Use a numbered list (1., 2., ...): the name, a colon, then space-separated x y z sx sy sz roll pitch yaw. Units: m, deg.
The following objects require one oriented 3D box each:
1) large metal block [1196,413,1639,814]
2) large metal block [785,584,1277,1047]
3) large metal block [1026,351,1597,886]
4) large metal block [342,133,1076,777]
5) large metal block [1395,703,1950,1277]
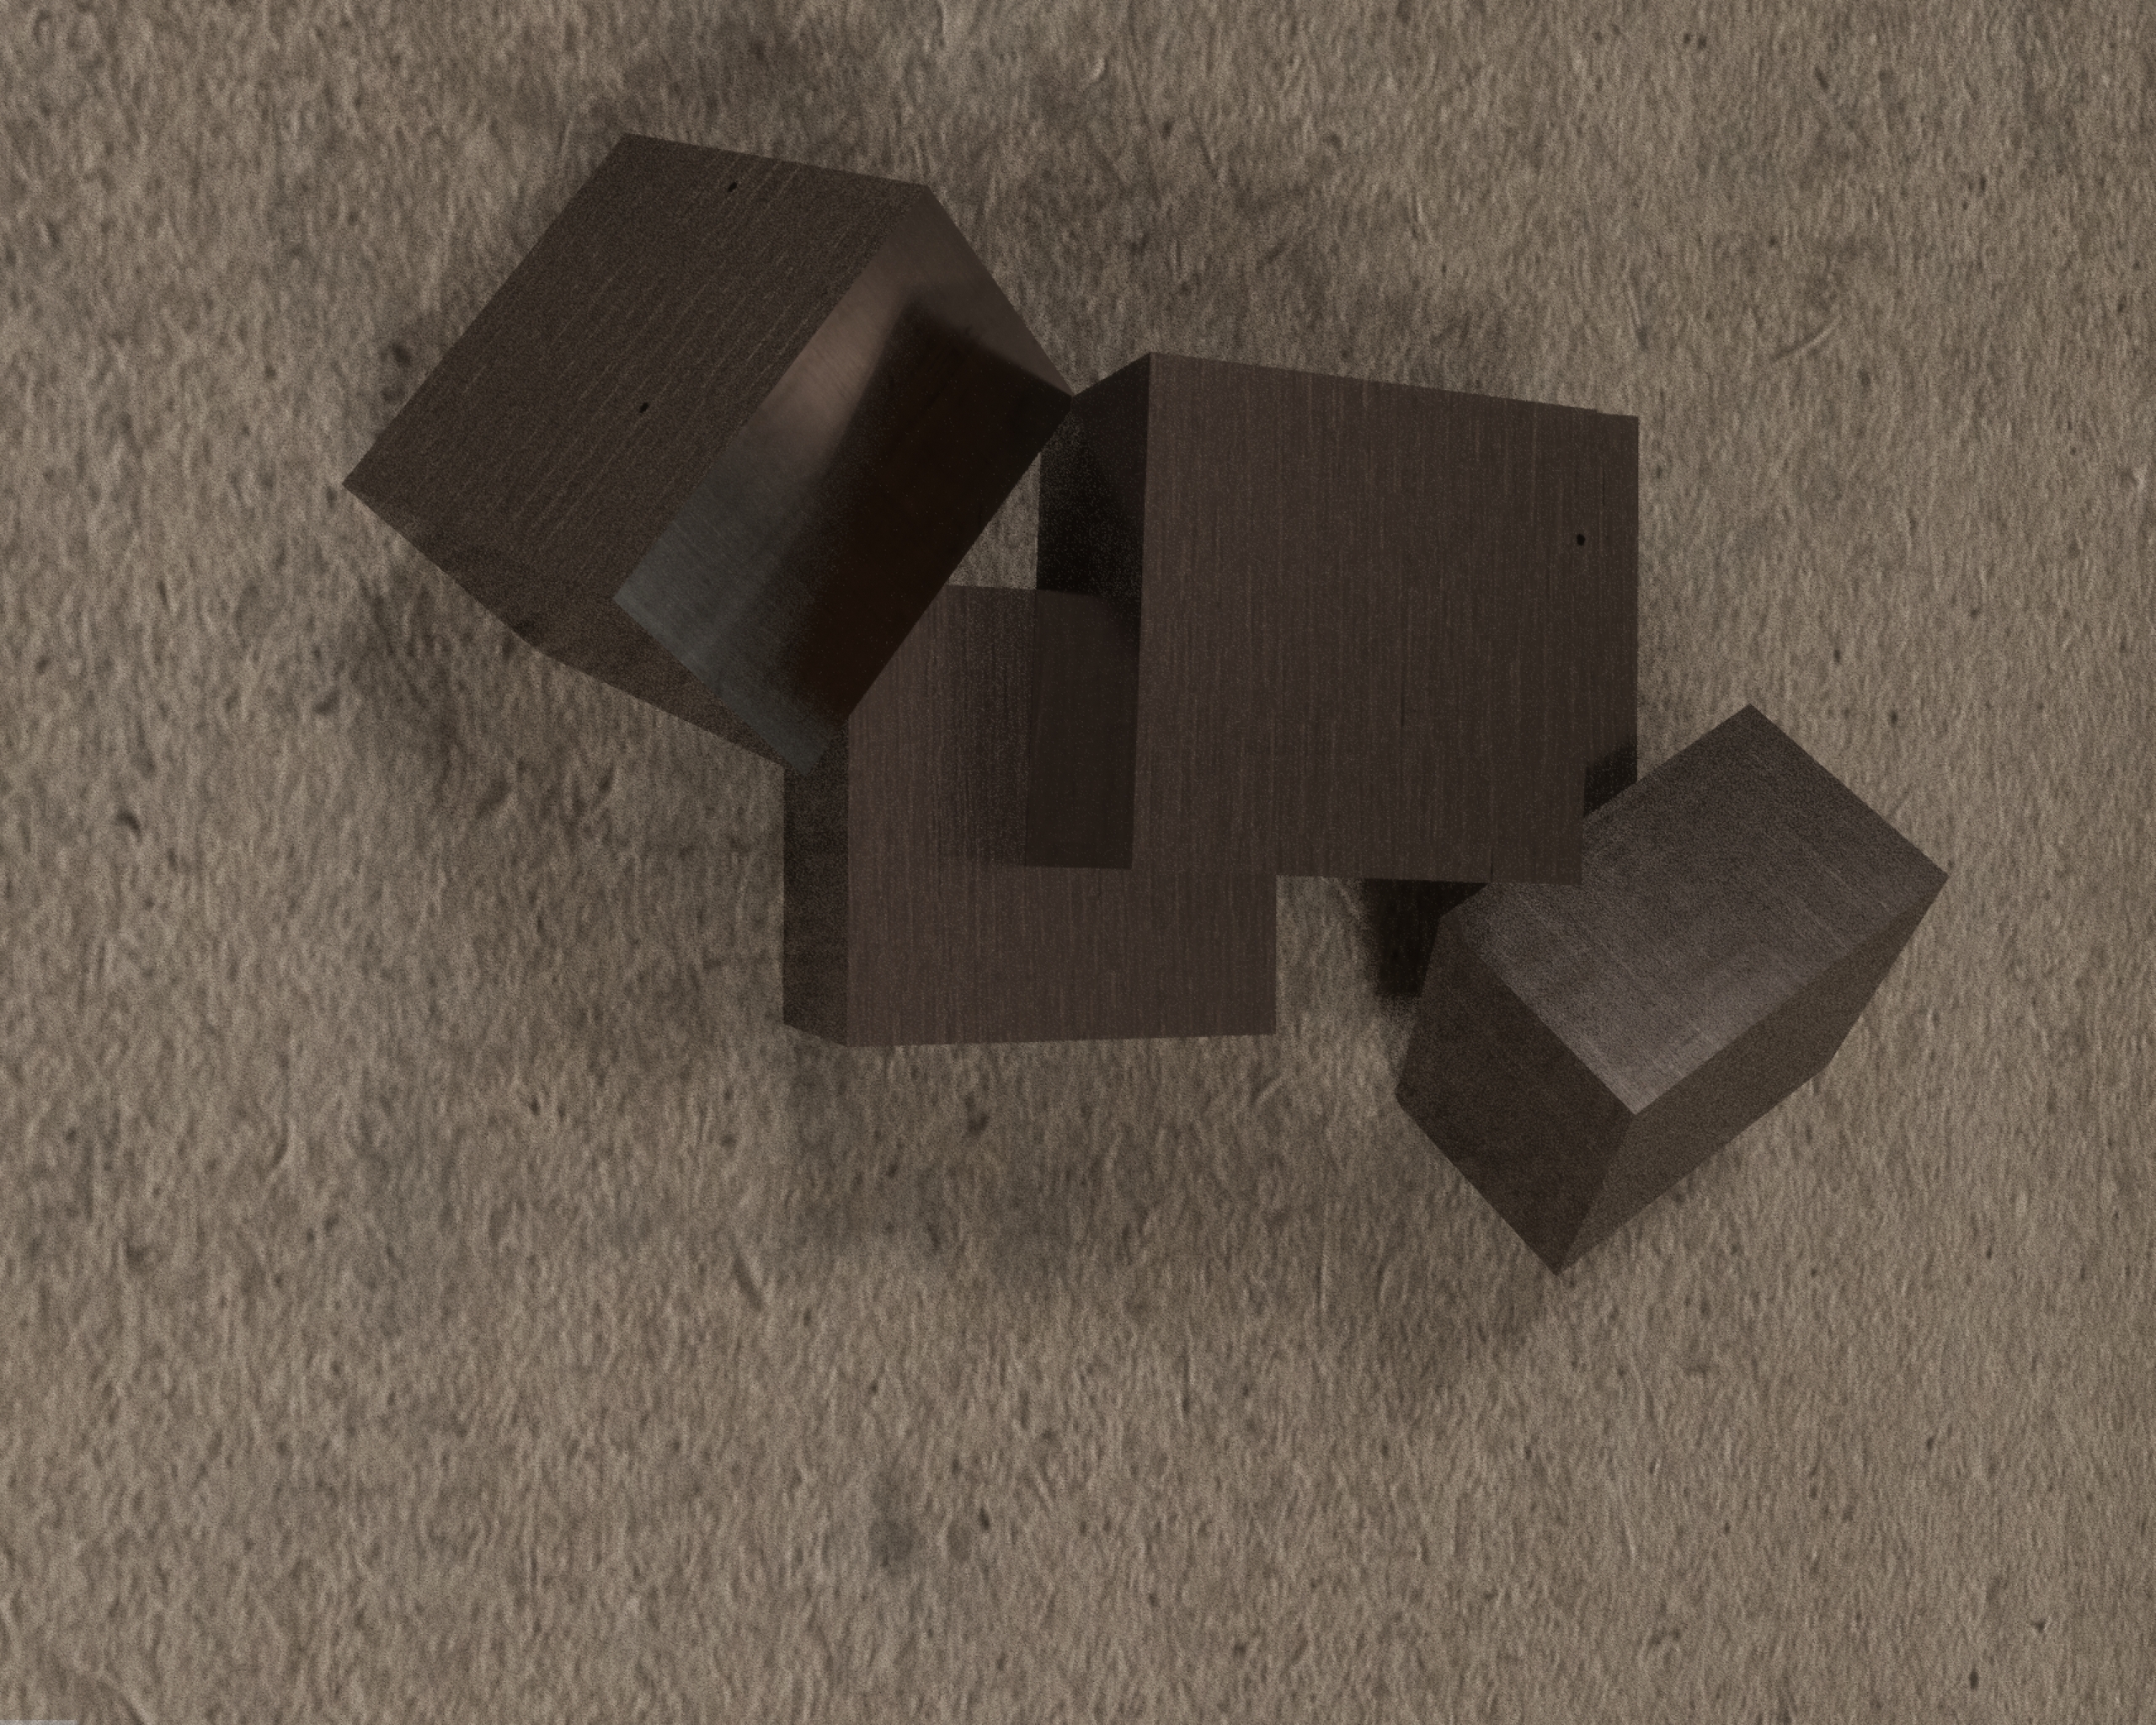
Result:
1. large metal block: 0.065 -0.049 0.423 0.081 0.050 0.079 0 90 -21
2. large metal block: -0.010 -0.008 0.392 0.081 0.050 0.079 0 90 -21
3. large metal block: 0.039 -0.037 0.357 0.081 0.050 0.079 2 89 -20
4. large metal block: -0.062 -0.071 0.351 0.080 0.080 0.050 -56 140 -12
5. large metal block: 0.115 0.027 0.418 0.080 0.080 0.050 -33 63 -17
